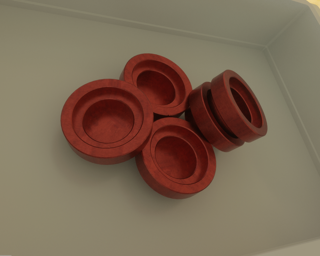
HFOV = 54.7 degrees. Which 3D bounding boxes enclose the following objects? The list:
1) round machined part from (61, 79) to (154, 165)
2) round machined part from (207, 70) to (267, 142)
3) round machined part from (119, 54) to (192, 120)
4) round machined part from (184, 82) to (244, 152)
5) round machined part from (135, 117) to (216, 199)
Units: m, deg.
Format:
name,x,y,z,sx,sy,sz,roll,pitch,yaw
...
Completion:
name,x,y,z,sx,sy,sz,roll,pitch,yaw
round machined part,-0.058,-0.004,0.351,0.099,0.042,0.098,2,63,-4
round machined part,0.096,-0.025,0.410,0.098,0.042,0.098,33,41,-34
round machined part,-0.009,-0.049,0.417,0.099,0.042,0.098,14,56,-21
round machined part,0.071,-0.011,0.424,0.098,0.042,0.098,33,40,-33
round machined part,0.015,0.039,0.376,0.099,0.042,0.098,14,56,-21
